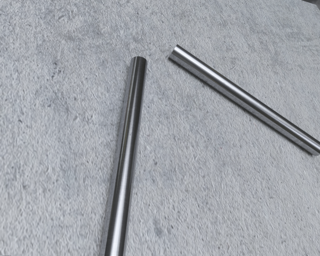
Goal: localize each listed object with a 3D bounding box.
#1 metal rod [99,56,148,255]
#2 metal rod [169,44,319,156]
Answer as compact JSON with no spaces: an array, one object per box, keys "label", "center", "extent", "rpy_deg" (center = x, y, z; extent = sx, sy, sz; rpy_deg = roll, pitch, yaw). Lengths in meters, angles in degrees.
[{"label":"metal rod","center":[-0.040,0.031,0.364],"extent":[0.025,0.025,0.300],"rpy_deg":[17,55,-19]},{"label":"metal rod","center":[0.146,-0.043,0.511],"extent":[0.301,0.025,0.025],"rpy_deg":[32,51,-7]}]
